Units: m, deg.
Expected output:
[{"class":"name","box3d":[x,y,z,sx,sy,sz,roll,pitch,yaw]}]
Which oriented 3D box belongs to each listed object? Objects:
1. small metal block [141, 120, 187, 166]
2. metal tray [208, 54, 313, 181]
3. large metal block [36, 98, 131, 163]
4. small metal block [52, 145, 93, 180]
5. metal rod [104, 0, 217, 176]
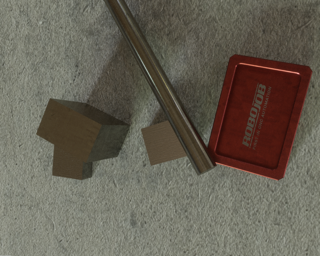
[{"class":"small metal block","box3d":[0.009,0.018,0.405,0.050,0.025,0.050,-17,84,18]},{"class":"metal tray","box3d":[0.114,-0.014,0.365,0.090,0.030,0.129,15,95,19]},{"class":"large metal block","box3d":[-0.099,0.002,0.413,0.080,0.080,0.050,26,98,17]},{"class":"small metal block","box3d":[-0.127,0.046,0.452,0.050,0.025,0.050,5,92,19]},{"class":"metal rod","box3d":[-0.012,-0.079,0.395,0.025,0.025,0.299,-32,74,17]}]
